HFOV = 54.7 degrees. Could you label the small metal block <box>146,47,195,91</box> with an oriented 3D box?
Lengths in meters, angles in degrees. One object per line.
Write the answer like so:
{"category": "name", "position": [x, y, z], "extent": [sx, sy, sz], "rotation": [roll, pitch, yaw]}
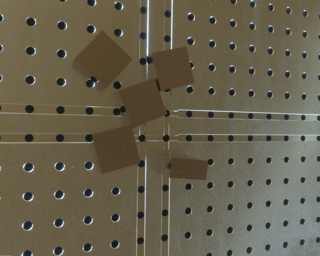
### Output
{"category": "small metal block", "position": [0.014, -0.079, 0.419], "extent": [0.050, 0.025, 0.050], "rotation": [-15, 95, -20]}

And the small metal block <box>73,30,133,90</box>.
{"category": "small metal block", "position": [-0.072, -0.083, 0.387], "extent": [0.050, 0.025, 0.050], "rotation": [43, 76, -15]}

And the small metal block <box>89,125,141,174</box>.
{"category": "small metal block", "position": [-0.057, 0.026, 0.392], "extent": [0.050, 0.025, 0.050], "rotation": [-15, 95, -20]}

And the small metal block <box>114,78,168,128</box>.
{"category": "small metal block", "position": [-0.025, -0.032, 0.404], "extent": [0.050, 0.025, 0.050], "rotation": [-23, 98, -19]}

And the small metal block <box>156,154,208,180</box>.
{"category": "small metal block", "position": [0.028, 0.051, 0.411], "extent": [0.050, 0.050, 0.025], "rotation": [7, 88, -20]}
